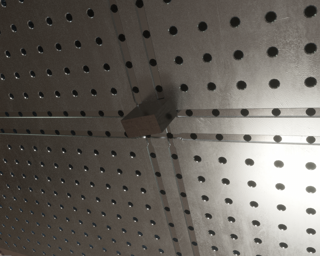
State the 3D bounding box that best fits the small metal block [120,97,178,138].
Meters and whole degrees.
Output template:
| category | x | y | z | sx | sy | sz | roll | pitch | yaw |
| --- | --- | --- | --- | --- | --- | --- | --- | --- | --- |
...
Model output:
| category | x | y | z | sx | sy | sz | roll | pitch | yaw |
| --- | --- | --- | --- | --- | --- | --- | --- | --- | --- |
| small metal block | -0.013 | -0.013 | 0.392 | 0.050 | 0.050 | 0.025 | -9 | 114 | 32 |
